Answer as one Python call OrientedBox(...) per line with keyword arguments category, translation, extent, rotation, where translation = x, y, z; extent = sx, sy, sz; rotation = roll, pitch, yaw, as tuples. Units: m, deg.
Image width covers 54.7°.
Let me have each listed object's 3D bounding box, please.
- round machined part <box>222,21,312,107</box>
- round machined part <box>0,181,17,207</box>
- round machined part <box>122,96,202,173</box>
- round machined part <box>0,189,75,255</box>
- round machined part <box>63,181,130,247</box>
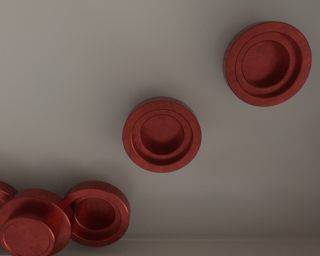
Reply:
OrientedBox(category="round machined part", translation=(0.124, -0.078, 0.374), extent=(0.099, 0.042, 0.097), rotation=(0, 110, 0))
OrientedBox(category="round machined part", translation=(-0.242, 0.112, 0.434), extent=(0.099, 0.042, 0.097), rotation=(-6, 114, -12))
OrientedBox(category="round machined part", translation=(0.003, 0.006, 0.404), extent=(0.099, 0.042, 0.097), rotation=(0, 110, 0))
OrientedBox(category="round machined part", translation=(-0.166, 0.132, 0.404), extent=(0.099, 0.042, 0.097), rotation=(0, 110, -1))
OrientedBox(category="round machined part", translation=(-0.092, 0.118, 0.445), extent=(0.099, 0.042, 0.097), rotation=(0, 110, 0))
